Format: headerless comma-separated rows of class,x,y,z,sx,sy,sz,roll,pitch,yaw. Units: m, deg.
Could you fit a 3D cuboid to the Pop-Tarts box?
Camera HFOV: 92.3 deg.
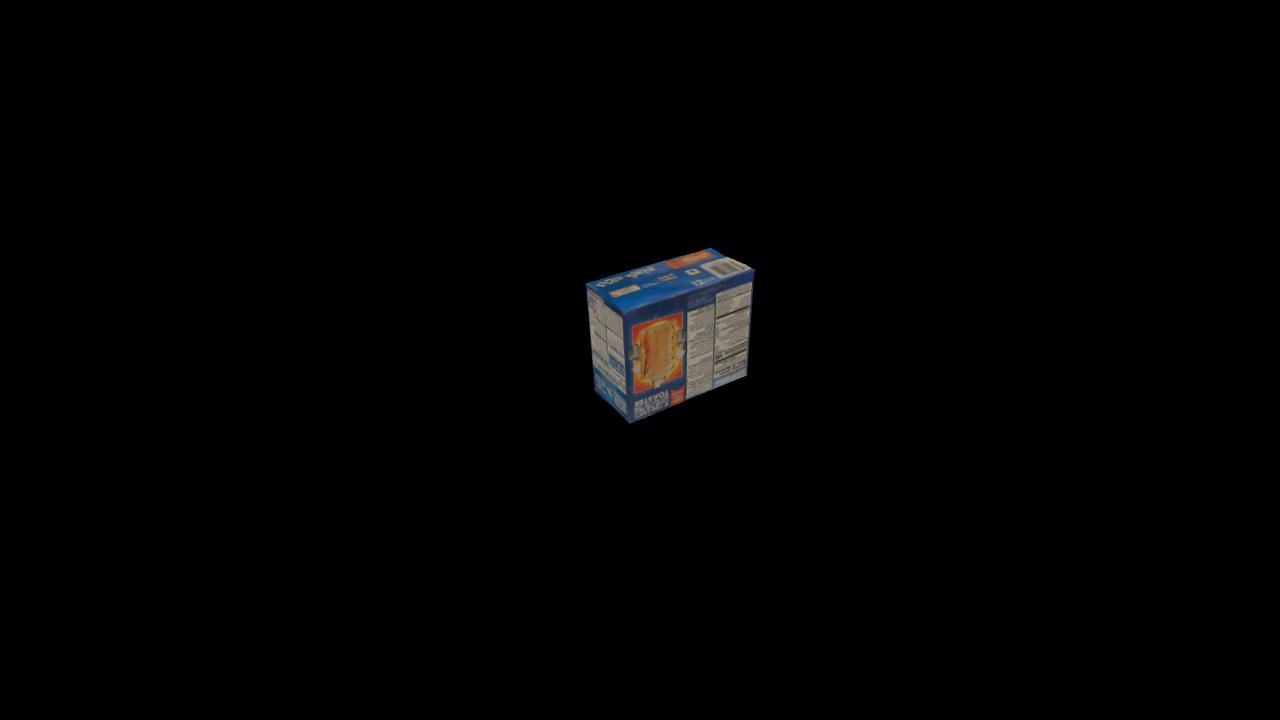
Pop-Tarts box,0.035,-0.031,0.688,0.167,0.141,0.083,-20,36,-25
